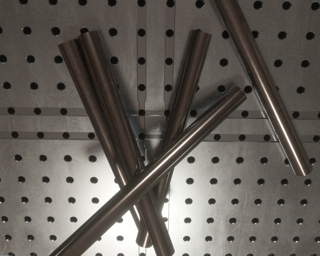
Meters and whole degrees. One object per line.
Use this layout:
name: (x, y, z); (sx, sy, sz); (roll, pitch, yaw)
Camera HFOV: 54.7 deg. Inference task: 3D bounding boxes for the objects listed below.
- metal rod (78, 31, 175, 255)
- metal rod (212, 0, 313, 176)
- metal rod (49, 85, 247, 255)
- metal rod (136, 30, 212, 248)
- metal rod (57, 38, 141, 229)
metal rod: (-0.039, 0.028, 0.392); (0.025, 0.025, 0.298); (-18, 98, 6)
metal rod: (0.129, -0.061, 0.392); (0.025, 0.025, 0.299); (-28, 108, 9)
metal rod: (-0.007, 0.054, 0.375); (0.301, 0.025, 0.025); (-42, 106, -9)
metal rod: (0.014, 0.025, 0.408); (0.025, 0.025, 0.298); (13, 104, -5)
metal rod: (-0.064, 0.028, 0.422); (0.025, 0.025, 0.298); (-18, 110, 6)
